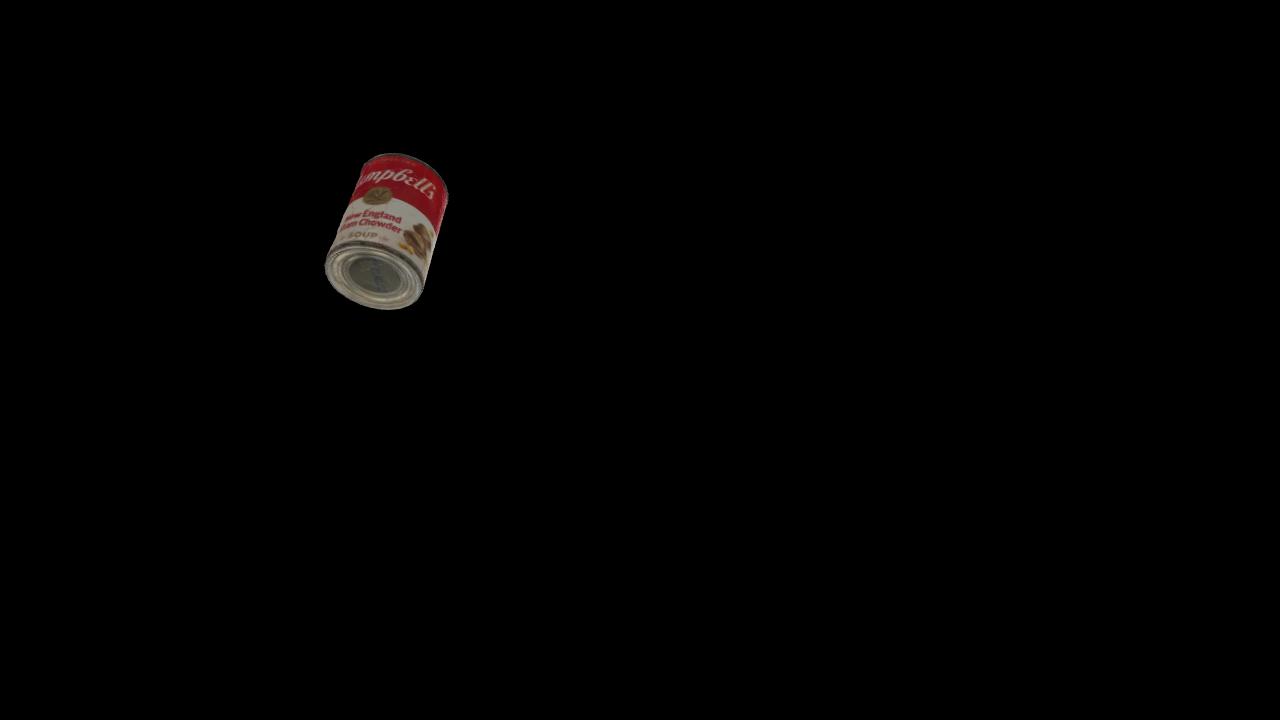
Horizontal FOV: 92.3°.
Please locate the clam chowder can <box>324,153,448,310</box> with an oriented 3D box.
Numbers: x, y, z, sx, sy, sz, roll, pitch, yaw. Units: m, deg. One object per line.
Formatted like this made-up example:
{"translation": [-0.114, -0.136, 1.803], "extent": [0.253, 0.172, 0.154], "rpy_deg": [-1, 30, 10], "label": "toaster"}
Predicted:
{"translation": [-0.187, -0.096, 0.461], "extent": [0.068, 0.102, 0.068], "rpy_deg": [0, -36, 0], "label": "clam chowder can"}
